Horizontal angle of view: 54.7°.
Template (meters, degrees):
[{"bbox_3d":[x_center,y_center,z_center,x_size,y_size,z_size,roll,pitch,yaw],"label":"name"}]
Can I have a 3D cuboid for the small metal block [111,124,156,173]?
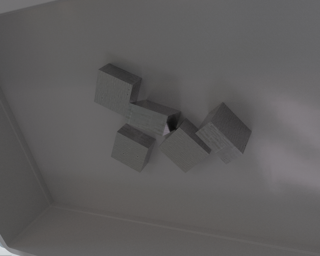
[{"bbox_3d":[-0.039,0.029,0.447,0.050,0.025,0.050,28,128,10],"label":"small metal block"}]

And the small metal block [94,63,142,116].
[{"bbox_3d":[-0.056,-0.050,0.407,0.050,0.025,0.050,26,128,12],"label":"small metal block"}]

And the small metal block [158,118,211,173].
[{"bbox_3d":[0.034,0.024,0.405,0.050,0.025,0.050,42,129,-2],"label":"small metal block"}]

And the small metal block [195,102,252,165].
[{"bbox_3d":[0.074,0.005,0.356,0.050,0.050,0.025,45,129,-3],"label":"small metal block"}]

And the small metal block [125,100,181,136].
[{"bbox_3d":[-0.008,-0.014,0.384,0.050,0.050,0.025,20,106,17],"label":"small metal block"}]
